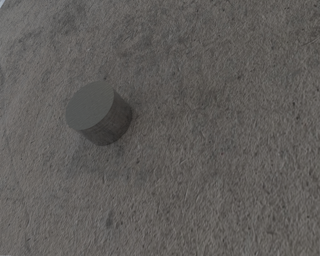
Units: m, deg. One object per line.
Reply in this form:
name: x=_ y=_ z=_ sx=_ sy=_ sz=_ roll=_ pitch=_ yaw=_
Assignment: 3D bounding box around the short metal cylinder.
short metal cylinder: x=-0.088 y=-0.021 z=0.448 sx=0.080 sy=0.050 sz=0.080 roll=-13 pitch=56 yaw=21
